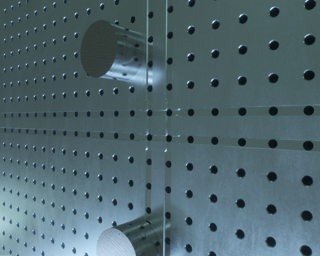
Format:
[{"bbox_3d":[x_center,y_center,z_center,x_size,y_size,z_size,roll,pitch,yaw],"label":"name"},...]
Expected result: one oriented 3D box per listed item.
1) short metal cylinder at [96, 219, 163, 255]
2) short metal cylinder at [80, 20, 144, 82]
[{"bbox_3d":[-0.042,0.173,0.428,0.080,0.050,0.079,0,90,40],"label":"short metal cylinder"},{"bbox_3d":[-0.071,-0.110,0.452,0.080,0.050,0.079,0,90,40],"label":"short metal cylinder"}]
